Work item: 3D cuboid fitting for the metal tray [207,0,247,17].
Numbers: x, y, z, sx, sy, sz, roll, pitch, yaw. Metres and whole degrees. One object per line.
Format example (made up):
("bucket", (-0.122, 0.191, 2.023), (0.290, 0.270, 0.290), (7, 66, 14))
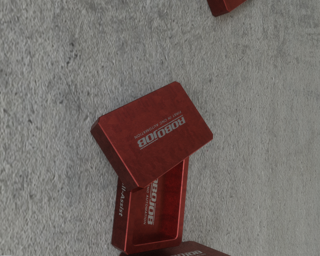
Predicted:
("metal tray", (0.116, -0.247, 0.498), (0.131, 0.030, 0.090), (-42, 115, -32))

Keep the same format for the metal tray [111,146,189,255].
("metal tray", (-0.009, 0.085, 0.393), (0.091, 0.030, 0.129), (9, 84, -40))

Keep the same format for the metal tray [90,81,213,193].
("metal tray", (-0.005, 0.006, 0.376), (0.131, 0.030, 0.090), (-30, 86, -36))

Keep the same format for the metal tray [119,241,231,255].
("metal tray", (0.025, 0.175, 0.383), (0.131, 0.090, 0.030), (9, 85, -40))
